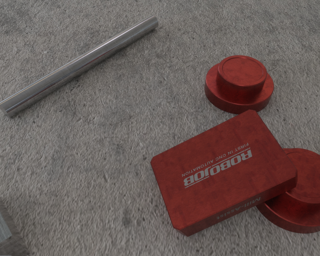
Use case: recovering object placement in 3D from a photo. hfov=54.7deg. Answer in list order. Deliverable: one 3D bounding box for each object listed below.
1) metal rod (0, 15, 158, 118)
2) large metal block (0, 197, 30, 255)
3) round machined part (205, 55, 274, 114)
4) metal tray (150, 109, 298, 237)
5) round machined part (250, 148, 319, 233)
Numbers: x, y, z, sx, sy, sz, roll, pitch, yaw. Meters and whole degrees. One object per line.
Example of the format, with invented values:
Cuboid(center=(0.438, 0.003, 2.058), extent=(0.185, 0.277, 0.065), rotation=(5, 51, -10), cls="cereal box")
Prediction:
Cuboid(center=(-0.112, -0.109, 0.494), extent=(0.025, 0.025, 0.302), rotation=(34, 58, 25), cls="metal rod")
Cuboid(center=(-0.187, 0.106, 0.297), extent=(0.081, 0.050, 0.080), rotation=(-32, 57, -24), cls="large metal block")
Cuboid(center=(0.116, -0.069, 0.451), extent=(0.099, 0.042, 0.098), rotation=(0, 50, 0), cls="round machined part")
Cuboid(center=(0.064, 0.046, 0.332), extent=(0.130, 0.030, 0.090), rotation=(-27, 52, 6), cls="metal tray")
Cuboid(center=(0.153, 0.061, 0.342), extent=(0.099, 0.042, 0.098), rotation=(0, 50, 0), cls="round machined part")
